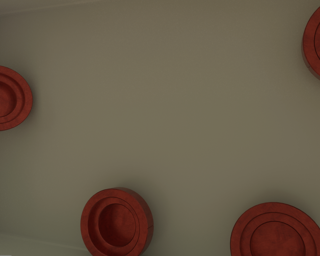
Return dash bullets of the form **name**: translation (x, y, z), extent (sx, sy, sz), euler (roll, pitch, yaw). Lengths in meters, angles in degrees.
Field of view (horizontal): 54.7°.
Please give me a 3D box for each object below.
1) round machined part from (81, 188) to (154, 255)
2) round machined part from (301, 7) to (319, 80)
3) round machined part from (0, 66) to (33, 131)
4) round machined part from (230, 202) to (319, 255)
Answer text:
- **round machined part**: translation (-0.053, 0.129, 0.417), extent (0.098, 0.042, 0.097), euler (-2, 85, 20)
- **round machined part**: translation (0.204, -0.090, 0.329), extent (0.098, 0.042, 0.097), euler (0, 90, 20)
- **round machined part**: translation (-0.250, -0.043, 0.470), extent (0.042, 0.099, 0.097), euler (-7, 87, 54)
- **round machined part**: translation (0.132, 0.133, 0.348), extent (0.098, 0.042, 0.098), euler (-5, 76, 20)
